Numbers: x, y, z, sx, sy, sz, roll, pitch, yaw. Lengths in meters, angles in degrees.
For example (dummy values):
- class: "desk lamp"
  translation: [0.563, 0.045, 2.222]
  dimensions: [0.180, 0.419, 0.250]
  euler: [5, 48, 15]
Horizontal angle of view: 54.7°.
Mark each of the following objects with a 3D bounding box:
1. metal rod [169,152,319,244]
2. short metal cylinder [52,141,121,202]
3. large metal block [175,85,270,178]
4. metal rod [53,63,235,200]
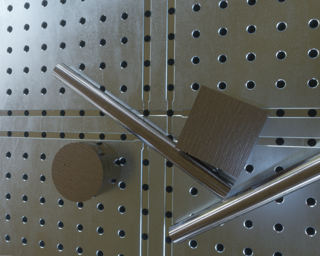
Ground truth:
- class: "metal rod"
  translation: [0.129, 0.063, 0.338]
  dimensions: [0.299, 0.025, 0.025]
  euler: [-35, 79, 27]
- class: "short metal cylinder"
  translation: [-0.103, 0.059, 0.436]
  dimensions: [0.080, 0.050, 0.080]
  euler: [0, 90, 20]
- class: "large metal block"
  translation: [0.076, 0.003, 0.372]
  dimensions: [0.080, 0.050, 0.080]
  euler: [25, 98, 18]
- class: "metal rod"
  translation: [-0.033, -0.004, 0.424]
  dimensions: [0.300, 0.025, 0.025]
  euler: [35, 101, 16]
